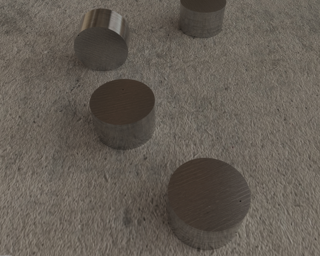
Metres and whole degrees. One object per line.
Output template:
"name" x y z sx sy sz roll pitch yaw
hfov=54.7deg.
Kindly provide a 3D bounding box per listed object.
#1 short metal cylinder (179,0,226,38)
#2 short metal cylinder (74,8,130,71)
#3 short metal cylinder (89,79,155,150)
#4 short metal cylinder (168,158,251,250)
"short metal cylinder" 0.076 -0.207 0.562 0.080 0.050 0.080 0 50 0
"short metal cylinder" -0.088 -0.136 0.481 0.081 0.080 0.050 -1 50 -1
"short metal cylinder" -0.046 -0.018 0.402 0.080 0.050 0.080 0 50 0
"short metal cylinder" 0.048 0.078 0.322 0.080 0.050 0.080 0 50 0
